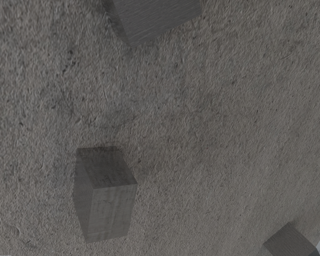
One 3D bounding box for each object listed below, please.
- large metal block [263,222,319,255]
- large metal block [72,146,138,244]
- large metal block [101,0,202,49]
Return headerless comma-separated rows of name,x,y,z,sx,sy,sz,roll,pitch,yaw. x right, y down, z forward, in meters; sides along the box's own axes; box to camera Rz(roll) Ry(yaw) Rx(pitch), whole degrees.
large metal block,0.299,0.278,0.707,0.080,0.080,0.050,-40,129,-1
large metal block,-0.071,0.078,0.381,0.050,0.080,0.079,-2,119,-28
large metal block,-0.014,-0.136,0.298,0.080,0.050,0.080,-29,128,-10
